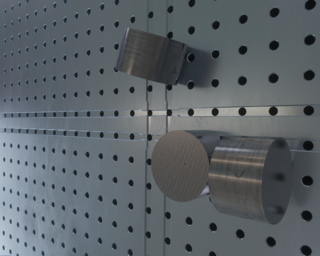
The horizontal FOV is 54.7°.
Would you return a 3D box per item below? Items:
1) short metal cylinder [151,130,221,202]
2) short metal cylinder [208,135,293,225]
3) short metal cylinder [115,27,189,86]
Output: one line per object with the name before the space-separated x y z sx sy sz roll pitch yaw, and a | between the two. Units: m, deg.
short metal cylinder | 0.036 0.042 0.363 0.080 0.050 0.079 0 90 40
short metal cylinder | 0.090 0.047 0.300 0.050 0.081 0.079 2 91 40
short metal cylinder | -0.010 -0.088 0.382 0.080 0.081 0.050 25 106 37
